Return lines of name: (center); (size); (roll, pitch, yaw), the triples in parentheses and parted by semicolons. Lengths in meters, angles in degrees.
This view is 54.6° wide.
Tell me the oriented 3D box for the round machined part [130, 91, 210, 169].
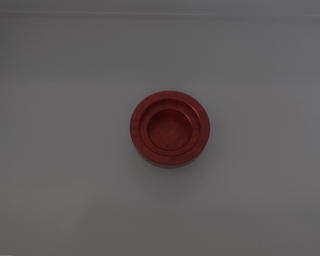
round machined part: (0.012, 0.005, 0.399); (0.099, 0.042, 0.098); (0, 70, 0)
